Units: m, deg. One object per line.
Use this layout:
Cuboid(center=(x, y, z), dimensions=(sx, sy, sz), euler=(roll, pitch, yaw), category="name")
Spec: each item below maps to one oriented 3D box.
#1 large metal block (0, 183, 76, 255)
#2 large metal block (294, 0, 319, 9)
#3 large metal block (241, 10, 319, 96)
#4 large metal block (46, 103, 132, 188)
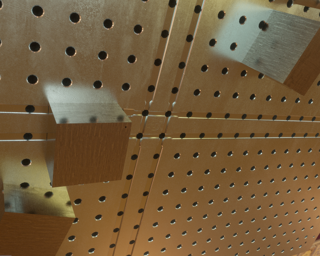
Cuboid(center=(-0.163, 0.120, 0.381), dimensions=(0.081, 0.050, 0.080), euler=(18, 109, -36), category="large metal block")
Cuboid(center=(0.191, -0.204, 0.376), dimensions=(0.080, 0.050, 0.080), euler=(23, 106, -37), category="large metal block")
Cuboid(center=(0.170, -0.100, 0.409), dimensions=(0.050, 0.080, 0.080), euler=(18, 109, -36), category="large metal block")
Cuboid(center=(-0.085, 0.018, 0.360), dimensions=(0.081, 0.050, 0.079), euler=(-2, 119, -28), category="large metal block")
